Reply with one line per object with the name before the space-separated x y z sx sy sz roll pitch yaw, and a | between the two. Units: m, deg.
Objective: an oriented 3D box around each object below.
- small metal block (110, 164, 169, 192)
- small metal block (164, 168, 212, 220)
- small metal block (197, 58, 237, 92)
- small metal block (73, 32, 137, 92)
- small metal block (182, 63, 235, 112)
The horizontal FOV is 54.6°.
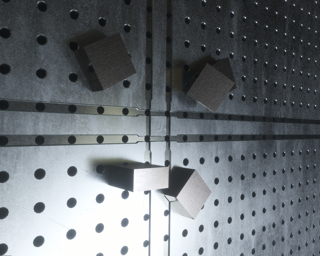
small metal block | -0.025 0.058 0.371 0.050 0.050 0.025 2 89 -40
small metal block | 0.041 0.093 0.442 0.050 0.025 0.050 -51 120 -28
small metal block | 0.089 -0.076 0.482 0.050 0.025 0.050 -31 109 -36
small metal block | -0.062 -0.075 0.356 0.050 0.025 0.050 -36 112 -34
small metal block | 0.069 -0.058 0.445 0.050 0.025 0.050 32 95 -16
